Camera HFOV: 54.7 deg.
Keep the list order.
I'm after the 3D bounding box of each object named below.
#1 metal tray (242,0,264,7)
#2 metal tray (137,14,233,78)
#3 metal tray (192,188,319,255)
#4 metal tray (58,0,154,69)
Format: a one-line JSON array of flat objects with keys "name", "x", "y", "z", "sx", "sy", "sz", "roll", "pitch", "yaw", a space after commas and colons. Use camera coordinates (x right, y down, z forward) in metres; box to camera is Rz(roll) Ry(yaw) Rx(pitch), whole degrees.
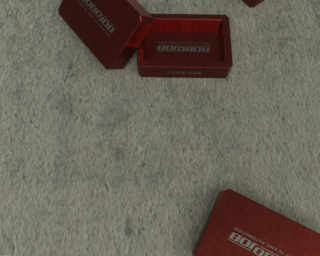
[{"name": "metal tray", "x": 0.141, "y": -0.267, "z": 0.504, "sx": 0.090, "sy": 0.030, "sz": 0.130, "roll": -36, "pitch": 74, "yaw": -13}, {"name": "metal tray", "x": 0.035, "y": -0.119, "z": 0.449, "sx": 0.131, "sy": 0.030, "sz": 0.090, "roll": 1, "pitch": 70, "yaw": 0}, {"name": "metal tray", "x": 0.114, "y": 0.139, "z": 0.356, "sx": 0.130, "sy": 0.030, "sz": 0.090, "roll": 26, "pitch": 72, "yaw": 9}, {"name": "metal tray", "x": -0.079, "y": -0.157, "z": 0.433, "sx": 0.130, "sy": 0.030, "sz": 0.090, "roll": 49, "pitch": 121, "yaw": 15}]
